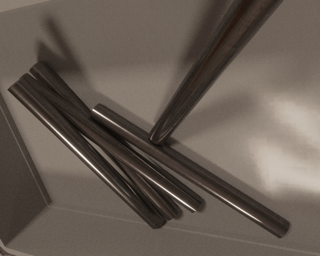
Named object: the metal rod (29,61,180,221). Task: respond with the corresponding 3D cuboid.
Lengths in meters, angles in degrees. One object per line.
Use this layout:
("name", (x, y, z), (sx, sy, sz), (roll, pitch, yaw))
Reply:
("metal rod", (-0.078, 0.023, 0.462), (0.300, 0.025, 0.025), (48, 129, -7))

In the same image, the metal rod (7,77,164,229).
("metal rod", (-0.090, 0.050, 0.441), (0.025, 0.025, 0.300), (-19, 122, 35))

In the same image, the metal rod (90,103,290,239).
("metal rod", (0.035, 0.054, 0.422), (0.301, 0.025, 0.025), (32, 128, 7))

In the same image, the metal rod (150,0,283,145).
("metal rod", (0.036, -0.043, 0.283), (0.025, 0.025, 0.299), (38, 154, 2))

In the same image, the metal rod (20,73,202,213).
("metal rod", (-0.067, 0.024, 0.435), (0.301, 0.025, 0.025), (36, 129, -5))
